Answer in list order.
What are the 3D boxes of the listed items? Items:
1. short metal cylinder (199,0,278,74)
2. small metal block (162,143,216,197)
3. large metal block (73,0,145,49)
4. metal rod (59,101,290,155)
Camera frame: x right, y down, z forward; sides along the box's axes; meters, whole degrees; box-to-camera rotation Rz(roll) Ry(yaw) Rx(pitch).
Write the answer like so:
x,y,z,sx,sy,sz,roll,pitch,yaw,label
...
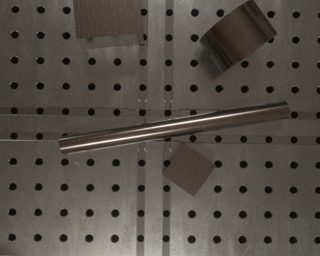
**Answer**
x,y,z,sx,sy,sz,roll,pitch,yaw,label
0.097,-0.112,0.387,0.080,0.080,0.050,-35,90,0,short metal cylinder
0.038,0.055,0.414,0.050,0.025,0.050,36,90,-1,small metal block
-0.065,-0.151,0.400,0.081,0.050,0.079,-5,90,-1,large metal block
0.019,-0.001,0.413,0.302,0.025,0.025,-9,90,-1,metal rod
